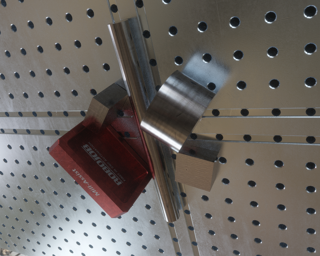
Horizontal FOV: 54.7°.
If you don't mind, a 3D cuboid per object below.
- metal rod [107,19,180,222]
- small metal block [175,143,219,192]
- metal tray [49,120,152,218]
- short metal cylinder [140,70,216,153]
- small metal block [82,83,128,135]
[{"bbox_3d":[-0.015,0.008,0.422,0.025,0.025,0.298,0,119,28],"label":"metal rod"},{"bbox_3d":[0.049,0.052,0.417,0.050,0.025,0.050,14,124,20],"label":"small metal block"},{"bbox_3d":[-0.078,0.050,0.438,0.130,0.090,0.030,48,129,-6],"label":"metal tray"},{"bbox_3d":[0.021,-0.018,0.352,0.050,0.080,0.079,33,129,6],"label":"short metal cylinder"},{"bbox_3d":[-0.073,-0.026,0.414,0.025,0.050,0.050,36,129,4],"label":"small metal block"}]
